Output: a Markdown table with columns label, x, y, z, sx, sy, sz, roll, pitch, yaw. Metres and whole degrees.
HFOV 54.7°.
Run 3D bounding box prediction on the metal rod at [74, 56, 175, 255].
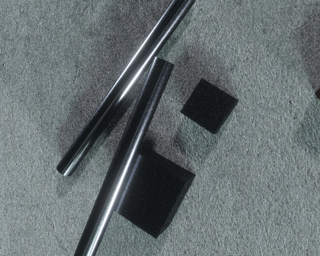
| label | x | y | z | sx | sy | sz | roll | pitch | yaw |
| --- | --- | --- | --- | --- | --- | --- | --- | --- | --- |
| metal rod | -0.052 | 0.060 | 0.373 | 0.025 | 0.025 | 0.298 | 25 | 98 | 18 |

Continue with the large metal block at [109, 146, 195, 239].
| label | x | y | z | sx | sy | sz | roll | pitch | yaw |
| --- | --- | --- | --- | --- | --- | --- | --- | --- | --- |
| large metal block | -0.012 | 0.079 | 0.399 | 0.080 | 0.050 | 0.080 | 29 | 99 | 17 |

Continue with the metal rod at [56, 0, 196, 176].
| label | x | y | z | sx | sy | sz | roll | pitch | yaw |
| --- | --- | --- | --- | --- | --- | --- | --- | --- | --- |
| metal rod | -0.053 | -0.053 | 0.426 | 0.025 | 0.025 | 0.299 | 40 | 102 | 15 |

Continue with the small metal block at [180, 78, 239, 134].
| label | x | y | z | sx | sy | sz | roll | pitch | yaw |
| --- | --- | --- | --- | --- | --- | --- | --- | --- | --- |
| small metal block | 0.062 | -0.027 | 0.387 | 0.050 | 0.025 | 0.050 | 35 | 101 | 16 |

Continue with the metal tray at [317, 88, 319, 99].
| label | x | y | z | sx | sy | sz | roll | pitch | yaw |
| --- | --- | --- | --- | --- | --- | --- | --- | --- | --- |
| metal tray | 0.247 | -0.029 | 0.319 | 0.130 | 0.030 | 0.090 | 43 | 103 | 14 |
